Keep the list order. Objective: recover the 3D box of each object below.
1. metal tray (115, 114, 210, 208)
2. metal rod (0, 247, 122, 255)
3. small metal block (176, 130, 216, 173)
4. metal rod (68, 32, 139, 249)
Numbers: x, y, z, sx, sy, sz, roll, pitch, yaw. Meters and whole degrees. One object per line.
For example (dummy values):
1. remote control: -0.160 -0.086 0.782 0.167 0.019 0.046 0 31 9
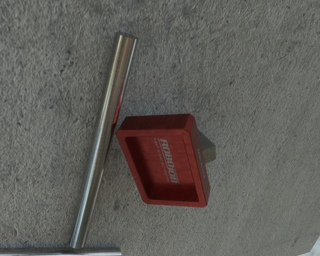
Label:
1. metal tray: 0.008 0.045 0.391 0.090 0.030 0.129 -2 126 21
2. metal rod: -0.188 0.172 0.411 0.302 0.025 0.025 15 110 -35
3. small metal block: 0.043 0.030 0.435 0.050 0.050 0.025 -22 127 -16
4. metal rod: -0.077 0.033 0.386 0.025 0.025 0.298 3 117 -31
